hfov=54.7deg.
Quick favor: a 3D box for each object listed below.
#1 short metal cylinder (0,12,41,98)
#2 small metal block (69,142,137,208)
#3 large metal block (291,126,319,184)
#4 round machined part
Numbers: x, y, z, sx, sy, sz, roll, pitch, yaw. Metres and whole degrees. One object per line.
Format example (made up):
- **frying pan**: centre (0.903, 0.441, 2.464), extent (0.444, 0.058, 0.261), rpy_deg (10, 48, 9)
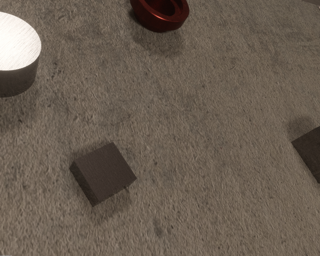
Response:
- **short metal cylinder**: centre (-0.177, -0.081, 0.342), extent (0.081, 0.050, 0.080), rpy_deg (14, 56, -21)
- **small metal block**: centre (-0.062, 0.050, 0.341), extent (0.050, 0.025, 0.050), rpy_deg (-26, 76, -37)
- **large metal block**: centre (0.284, 0.036, 0.522), extent (0.081, 0.050, 0.080), rpy_deg (-18, 71, -35)
- **round machined part**: centre (-0.004, -0.198, 0.513), extent (0.099, 0.042, 0.098), rpy_deg (14, 56, -21)
